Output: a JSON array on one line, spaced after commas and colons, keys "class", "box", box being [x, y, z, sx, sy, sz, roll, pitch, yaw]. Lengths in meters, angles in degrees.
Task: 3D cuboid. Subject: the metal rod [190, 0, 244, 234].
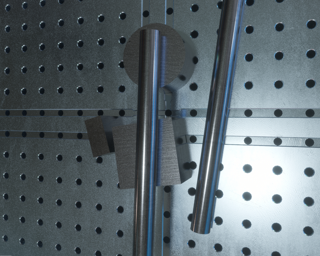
[{"class": "metal rod", "box": [0.071, -0.018, 0.387, 0.025, 0.025, 0.298, 9, 93, 19]}]

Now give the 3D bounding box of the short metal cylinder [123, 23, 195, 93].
[{"class": "short metal cylinder", "box": [0.000, -0.087, 0.398, 0.080, 0.050, 0.079, 0, 90, 19]}]

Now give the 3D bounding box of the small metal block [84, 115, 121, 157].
[{"class": "small metal block", "box": [-0.073, 0.011, 0.424, 0.025, 0.050, 0.050, -17, 85, 19]}]

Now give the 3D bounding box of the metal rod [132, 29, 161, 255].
[{"class": "metal rod", "box": [-0.016, 0.037, 0.364, 0.025, 0.025, 0.298, 2, 91, 19]}]

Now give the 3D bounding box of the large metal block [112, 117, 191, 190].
[{"class": "large metal block", "box": [-0.010, 0.032, 0.402, 0.080, 0.050, 0.080, -9, 87, 19]}]
